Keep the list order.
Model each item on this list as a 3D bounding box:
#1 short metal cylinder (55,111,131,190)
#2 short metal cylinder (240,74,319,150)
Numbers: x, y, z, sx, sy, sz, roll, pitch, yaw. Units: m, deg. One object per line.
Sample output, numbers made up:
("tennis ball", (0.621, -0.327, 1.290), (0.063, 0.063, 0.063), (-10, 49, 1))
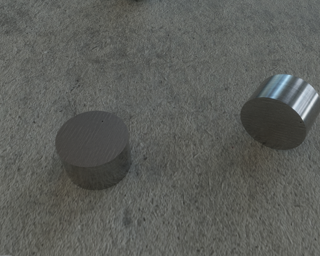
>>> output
("short metal cylinder", (-0.076, 0.026, 0.365), (0.080, 0.050, 0.080), (0, 50, 0))
("short metal cylinder", (0.149, -0.019, 0.384), (0.080, 0.080, 0.050), (30, 56, 22))
